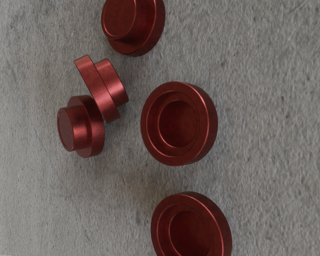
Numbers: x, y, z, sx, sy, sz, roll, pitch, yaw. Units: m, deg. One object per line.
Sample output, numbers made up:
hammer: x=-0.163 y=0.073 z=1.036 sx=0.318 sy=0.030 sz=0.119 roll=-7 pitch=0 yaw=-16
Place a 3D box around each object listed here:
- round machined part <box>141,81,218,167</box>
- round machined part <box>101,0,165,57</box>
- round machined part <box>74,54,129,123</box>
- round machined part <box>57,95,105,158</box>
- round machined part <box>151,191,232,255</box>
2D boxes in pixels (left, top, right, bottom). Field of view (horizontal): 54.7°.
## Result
round machined part: x=0.027 y=-0.005 z=0.370 sx=0.098 sy=0.042 sz=0.097 roll=0 pitch=90 yaw=39
round machined part: x=-0.043 y=-0.151 z=0.428 sx=0.098 sy=0.042 sz=0.097 roll=0 pitch=90 yaw=39
round machined part: x=-0.077 y=-0.058 z=0.433 sx=0.042 sy=0.098 sz=0.098 roll=-28 pitch=67 yaw=-8
round machined part: x=-0.127 y=-0.001 z=0.478 sx=0.098 sy=0.042 sz=0.097 roll=20 pitch=116 yaw=50
round machined part: x=0.039 y=0.123 z=0.360 sx=0.098 sy=0.042 sz=0.097 roll=0 pitch=90 yaw=39
